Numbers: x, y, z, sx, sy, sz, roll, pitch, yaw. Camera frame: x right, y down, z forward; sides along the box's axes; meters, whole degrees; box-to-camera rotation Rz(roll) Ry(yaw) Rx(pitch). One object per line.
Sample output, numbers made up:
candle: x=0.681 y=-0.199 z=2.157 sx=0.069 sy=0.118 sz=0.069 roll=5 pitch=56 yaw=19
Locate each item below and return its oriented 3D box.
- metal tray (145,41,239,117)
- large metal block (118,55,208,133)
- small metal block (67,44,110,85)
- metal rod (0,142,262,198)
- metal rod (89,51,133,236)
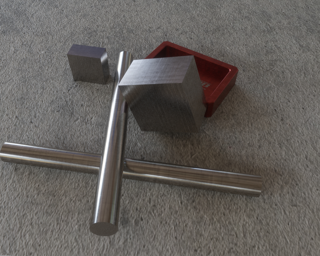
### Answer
metal tray: x=0.038 y=-0.077 z=0.465 sx=0.130 sy=0.030 sz=0.090 roll=26 pitch=55 yaw=20
large metal block: x=0.007 y=-0.040 z=0.387 sx=0.080 sy=0.080 sz=0.050 roll=1 pitch=48 yaw=25
small metal block: x=-0.106 y=-0.095 z=0.466 sx=0.050 sy=0.050 sz=0.025 roll=9 pitch=51 yaw=7
metal rod: x=-0.037 y=0.047 z=0.362 sx=0.302 sy=0.025 sz=0.025 roll=7 pitch=50 yaw=5
metal rod: x=-0.053 y=-0.011 z=0.387 sx=0.025 sy=0.025 sz=0.300 roll=0 pitch=43 yaw=-1
